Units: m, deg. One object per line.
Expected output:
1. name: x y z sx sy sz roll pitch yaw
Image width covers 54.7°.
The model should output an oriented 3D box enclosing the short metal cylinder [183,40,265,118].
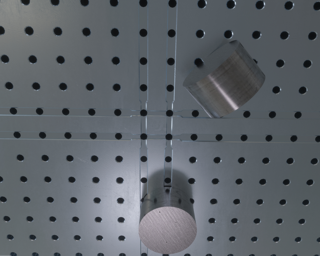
1. short metal cylinder: 0.074 -0.057 0.364 0.080 0.080 0.050 -39 106 13

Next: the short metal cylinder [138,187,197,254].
1. short metal cylinder: 0.011 0.133 0.449 0.081 0.050 0.079 0 110 0
